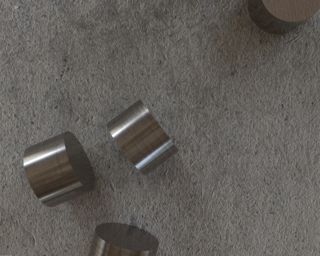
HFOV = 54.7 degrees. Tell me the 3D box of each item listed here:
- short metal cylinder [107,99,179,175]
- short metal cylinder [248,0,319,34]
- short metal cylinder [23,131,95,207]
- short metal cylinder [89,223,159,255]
[{"bbox_3d":[-0.021,0.011,0.382,0.050,0.080,0.080,-37,90,0],"label":"short metal cylinder"},{"bbox_3d":[0.161,-0.168,0.398,0.081,0.050,0.080,0,90,0],"label":"short metal cylinder"},{"bbox_3d":[-0.121,0.050,0.381,0.050,0.080,0.080,-23,90,0],"label":"short metal cylinder"},{"bbox_3d":[-0.046,0.157,0.382,0.080,0.080,0.050,15,90,0],"label":"short metal cylinder"}]
